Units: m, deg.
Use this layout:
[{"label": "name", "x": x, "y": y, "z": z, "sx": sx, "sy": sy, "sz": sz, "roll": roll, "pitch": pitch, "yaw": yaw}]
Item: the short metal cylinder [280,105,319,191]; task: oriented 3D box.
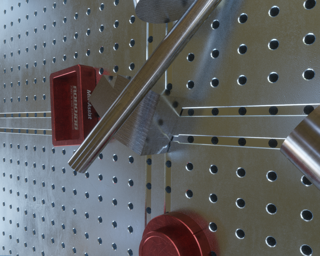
[{"label": "short metal cylinder", "x": 0.147, "y": 0.011, "z": 0.252, "sx": 0.050, "sy": 0.081, "sz": 0.080, "roll": 52, "pitch": 120, "yaw": 27}]

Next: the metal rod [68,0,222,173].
[{"label": "metal rod", "x": -0.008, "y": -0.068, "z": 0.360, "sx": 0.299, "sy": 0.025, "sz": 0.025, "roll": -51, "pitch": 59, "yaw": 7}]

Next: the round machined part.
[{"label": "round machined part", "x": 0.012, "y": 0.159, "z": 0.389, "sx": 0.098, "sy": 0.042, "sz": 0.097, "roll": 0, "pitch": 90, "yaw": 40}]

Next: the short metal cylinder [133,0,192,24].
[{"label": "short metal cylinder", "x": 0.005, "y": -0.168, "z": 0.369, "sx": 0.080, "sy": 0.081, "sz": 0.050, "roll": -19, "pitch": 78, "yaw": 38}]

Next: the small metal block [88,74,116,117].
[{"label": "small metal block", "x": -0.077, "y": -0.045, "z": 0.473, "sx": 0.050, "sy": 0.025, "sz": 0.050, "roll": -52, "pitch": 60, "yaw": 27}]

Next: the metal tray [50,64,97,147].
[{"label": "metal tray", "x": -0.148, "y": -0.035, "z": 0.528, "sx": 0.090, "sy": 0.030, "sz": 0.129, "roll": -6, "pitch": 86, "yaw": 39}]

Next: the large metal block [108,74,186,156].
[{"label": "large metal block", "x": -0.024, "y": -0.018, "z": 0.413, "sx": 0.080, "sy": 0.050, "sz": 0.079, "roll": 30, "pitch": 109, "yaw": 36}]
